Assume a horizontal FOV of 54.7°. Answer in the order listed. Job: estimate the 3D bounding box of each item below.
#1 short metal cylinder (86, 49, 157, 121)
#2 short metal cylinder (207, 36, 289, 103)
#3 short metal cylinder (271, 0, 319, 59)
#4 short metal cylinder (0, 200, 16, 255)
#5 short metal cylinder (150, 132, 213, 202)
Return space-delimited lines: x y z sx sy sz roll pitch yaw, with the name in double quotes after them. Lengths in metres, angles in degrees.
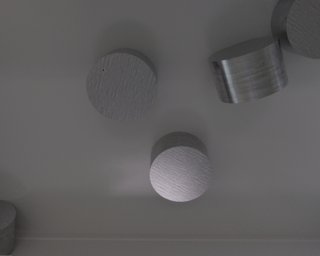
-0.044 -0.054 0.378 0.081 0.050 0.079 0 110 0 "short metal cylinder"
0.101 -0.068 0.358 0.080 0.080 0.050 -19 109 6 "short metal cylinder"
0.175 -0.122 0.354 0.081 0.050 0.079 0 110 0 "short metal cylinder"
-0.246 0.143 0.433 0.081 0.080 0.050 10 110 -4 "short metal cylinder"
0.027 0.051 0.417 0.081 0.050 0.079 0 110 0 "short metal cylinder"
